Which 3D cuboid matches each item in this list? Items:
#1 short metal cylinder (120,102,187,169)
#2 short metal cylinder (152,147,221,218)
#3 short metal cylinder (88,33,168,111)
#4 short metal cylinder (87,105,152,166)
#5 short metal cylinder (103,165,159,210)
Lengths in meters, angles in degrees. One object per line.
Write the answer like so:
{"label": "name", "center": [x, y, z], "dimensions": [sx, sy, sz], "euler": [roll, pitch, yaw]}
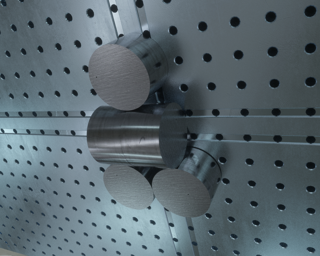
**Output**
{"label": "short metal cylinder", "center": [-0.005, 0.009, 0.383], "dimensions": [0.050, 0.080, 0.080], "euler": [0, 119, 28]}
{"label": "short metal cylinder", "center": [0.036, 0.073, 0.418], "dimensions": [0.080, 0.050, 0.079], "euler": [13, 124, 20]}
{"label": "short metal cylinder", "center": [-0.037, -0.068, 0.371], "dimensions": [0.080, 0.050, 0.079], "euler": [13, 124, 20]}
{"label": "short metal cylinder", "center": [-0.050, 0.009, 0.406], "dimensions": [0.050, 0.080, 0.080], "euler": [0, 119, 28]}
{"label": "short metal cylinder", "center": [-0.035, 0.072, 0.455], "dimensions": [0.080, 0.050, 0.079], "euler": [13, 124, 20]}
